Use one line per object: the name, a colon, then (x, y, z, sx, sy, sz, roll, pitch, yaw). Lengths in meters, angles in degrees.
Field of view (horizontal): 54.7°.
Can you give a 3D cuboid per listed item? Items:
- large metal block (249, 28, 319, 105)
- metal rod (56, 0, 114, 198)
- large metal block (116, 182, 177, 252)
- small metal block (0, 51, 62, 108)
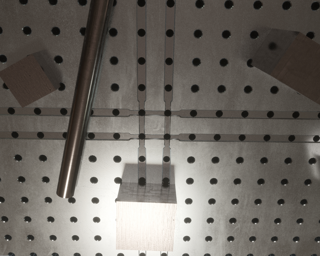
large metal block: (0.162, -0.071, 0.360, 0.080, 0.080, 0.050, 28, 108, -10)
metal rod: (-0.097, -0.041, 0.396, 0.025, 0.025, 0.298, 14, 109, -6)
large metal block: (-0.020, 0.127, 0.447, 0.081, 0.050, 0.079, 3, 110, -2)
small metal block: (-0.162, -0.061, 0.389, 0.050, 0.025, 0.050, -26, 108, 9)
